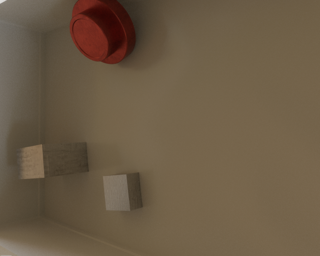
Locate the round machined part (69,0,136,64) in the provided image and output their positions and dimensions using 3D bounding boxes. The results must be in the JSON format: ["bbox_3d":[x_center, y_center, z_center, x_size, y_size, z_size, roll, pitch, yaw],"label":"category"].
[{"bbox_3d":[-0.086,-0.133,0.433,0.098,0.042,0.097,23,139,22],"label":"round machined part"}]

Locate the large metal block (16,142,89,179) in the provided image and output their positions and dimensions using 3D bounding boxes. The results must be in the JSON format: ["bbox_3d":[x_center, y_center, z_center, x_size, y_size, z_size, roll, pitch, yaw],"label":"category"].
[{"bbox_3d":[-0.178,0.054,0.515,0.080,0.081,0.050,-10,84,39],"label":"large metal block"}]

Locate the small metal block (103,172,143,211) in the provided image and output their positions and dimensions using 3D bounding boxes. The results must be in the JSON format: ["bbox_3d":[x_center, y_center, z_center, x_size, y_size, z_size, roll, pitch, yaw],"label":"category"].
[{"bbox_3d":[-0.055,0.092,0.450,0.050,0.025,0.050,-11,83,39],"label":"small metal block"}]
